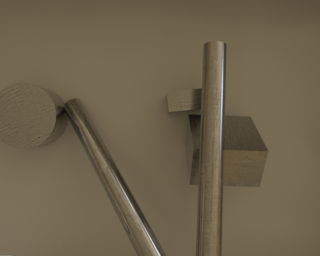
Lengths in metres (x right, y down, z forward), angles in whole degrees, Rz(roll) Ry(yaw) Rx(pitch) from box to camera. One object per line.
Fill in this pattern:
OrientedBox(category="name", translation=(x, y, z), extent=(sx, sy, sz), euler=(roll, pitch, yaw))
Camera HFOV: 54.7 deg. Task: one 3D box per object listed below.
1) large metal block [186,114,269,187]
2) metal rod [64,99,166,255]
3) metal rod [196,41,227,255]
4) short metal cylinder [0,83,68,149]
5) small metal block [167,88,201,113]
OrientedBox(category="large metal block", translation=(0.076, 0.025, 0.378), extent=(0.081, 0.080, 0.050), euler=(2, 120, -1))
OrientedBox(category="metal rod", translation=(-0.042, 0.078, 0.340), extent=(0.025, 0.025, 0.300), euler=(-34, 61, 0))
OrientedBox(category="metal rod", translation=(0.051, 0.059, 0.312), extent=(0.025, 0.025, 0.298), euler=(3, 82, -1))
OrientedBox(category="short metal cylinder", translation=(-0.165, -0.015, 0.397), extent=(0.081, 0.050, 0.079), euler=(0, 90, -1))
OrientedBox(category="small metal block", translation=(0.034, -0.034, 0.399), extent=(0.050, 0.050, 0.025), euler=(-5, 90, -1))
